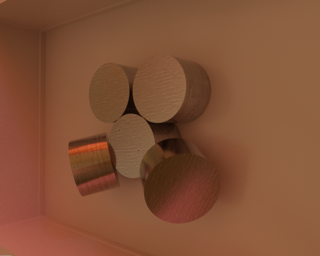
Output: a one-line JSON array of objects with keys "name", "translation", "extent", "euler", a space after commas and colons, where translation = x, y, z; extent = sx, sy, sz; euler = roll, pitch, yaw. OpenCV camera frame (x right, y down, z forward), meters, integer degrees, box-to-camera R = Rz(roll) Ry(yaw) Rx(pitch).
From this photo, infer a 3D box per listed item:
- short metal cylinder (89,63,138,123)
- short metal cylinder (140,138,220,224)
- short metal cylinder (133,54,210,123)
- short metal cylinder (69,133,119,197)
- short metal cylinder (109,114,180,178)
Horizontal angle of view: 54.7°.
[{"name": "short metal cylinder", "translation": [-0.053, -0.046, 0.428], "extent": [0.080, 0.050, 0.079], "euler": [0, 90, 39]}, {"name": "short metal cylinder", "translation": [0.020, 0.057, 0.343], "extent": [0.050, 0.081, 0.079], "euler": [-120, 44, -72]}, {"name": "short metal cylinder", "translation": [0.013, -0.046, 0.376], "extent": [0.080, 0.050, 0.079], "euler": [0, 90, 39]}, {"name": "short metal cylinder", "translation": [-0.091, 0.050, 0.434], "extent": [0.050, 0.080, 0.080], "euler": [-14, 78, -6]}, {"name": "short metal cylinder", "translation": [-0.020, 0.022, 0.401], "extent": [0.080, 0.050, 0.079], "euler": [0, 90, 39]}]
